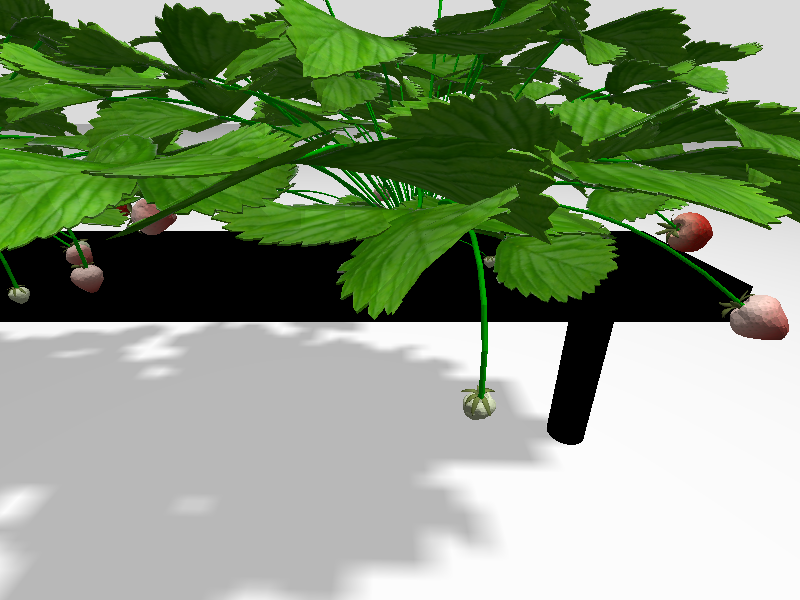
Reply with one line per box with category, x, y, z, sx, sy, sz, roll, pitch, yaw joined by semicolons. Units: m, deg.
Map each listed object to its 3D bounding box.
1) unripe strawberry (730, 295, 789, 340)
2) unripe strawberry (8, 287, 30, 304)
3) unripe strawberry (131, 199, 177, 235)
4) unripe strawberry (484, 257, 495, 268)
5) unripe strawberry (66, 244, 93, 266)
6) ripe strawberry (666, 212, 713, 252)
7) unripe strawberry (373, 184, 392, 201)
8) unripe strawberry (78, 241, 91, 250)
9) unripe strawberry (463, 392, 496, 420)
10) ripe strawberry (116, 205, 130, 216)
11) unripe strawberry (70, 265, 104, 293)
unripe strawberry;0.202;0.012;0.224;0.027;0.026;0.024;42;42;20
unripe strawberry;-0.255;-0.003;0.269;0.010;0.011;0.011;14;29;27
unripe strawberry;-0.249;-0.084;0.407;0.038;0.037;0.042;-7;26;-15
unripe strawberry;0.075;-0.032;0.334;0.010;0.010;0.009;14;29;27
unripe strawberry;-0.263;-0.035;0.330;0.019;0.019;0.018;-39;11;26
ripe strawberry;0.266;-0.061;0.366;0.036;0.035;0.034;11;25;-7
unripe strawberry;-0.024;-0.149;0.560;0.026;0.023;0.026;-4;-15;-9
unripe strawberry;-0.279;-0.044;0.352;0.013;0.015;0.015;-13;24;11
unripe strawberry;0.032;0.043;0.161;0.013;0.012;0.012;-2;26;-4
ripe strawberry;-0.324;-0.104;0.459;0.027;0.028;0.024;-22;33;-40
unripe strawberry;-0.223;-0.015;0.287;0.019;0.020;0.018;10;27;20
